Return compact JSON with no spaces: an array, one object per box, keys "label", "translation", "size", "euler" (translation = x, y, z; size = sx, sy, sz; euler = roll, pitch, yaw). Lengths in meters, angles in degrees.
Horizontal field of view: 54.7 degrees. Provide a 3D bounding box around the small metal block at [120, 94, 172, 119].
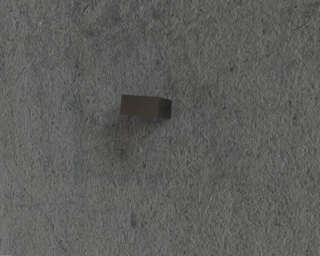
[{"label":"small metal block","translation":[-0.017,-0.027,0.401],"size":[0.050,0.050,0.025],"euler":[6,92,19]}]
